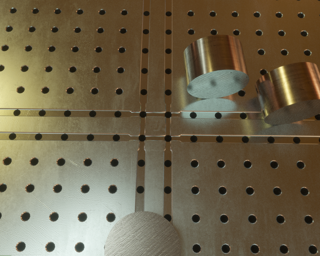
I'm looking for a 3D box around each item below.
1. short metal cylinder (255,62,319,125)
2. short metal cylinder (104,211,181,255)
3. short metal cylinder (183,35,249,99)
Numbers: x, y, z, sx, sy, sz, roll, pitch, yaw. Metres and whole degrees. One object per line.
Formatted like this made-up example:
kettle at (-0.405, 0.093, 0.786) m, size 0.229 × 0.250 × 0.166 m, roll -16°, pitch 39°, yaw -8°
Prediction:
short metal cylinder at (0.169, -0.042, 0.400) m, size 0.081 × 0.080 × 0.050 m, roll -8°, pitch 71°, yaw -3°
short metal cylinder at (-0.018, 0.137, 0.348) m, size 0.081 × 0.050 × 0.080 m, roll 0°, pitch 70°, yaw 0°
short metal cylinder at (0.073, -0.079, 0.412) m, size 0.081 × 0.080 × 0.050 m, roll -4°, pitch 70°, yaw -2°
